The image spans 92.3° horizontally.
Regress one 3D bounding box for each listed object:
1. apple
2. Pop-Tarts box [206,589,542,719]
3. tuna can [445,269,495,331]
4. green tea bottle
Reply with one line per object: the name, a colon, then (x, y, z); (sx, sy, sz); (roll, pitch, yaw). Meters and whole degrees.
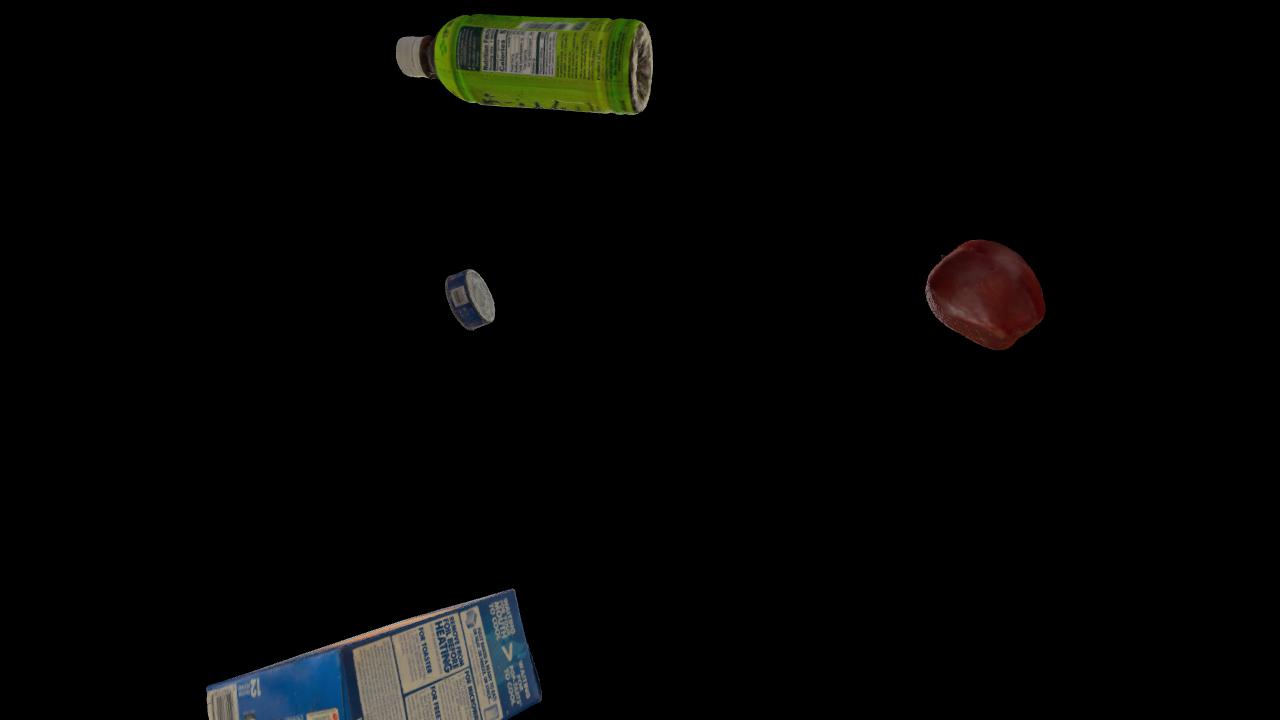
apple: (0.284, -0.056, 0.508); (0.079, 0.093, 0.079); (-32, -23, -15)
Pop-Tarts box: (-0.182, 0.231, 0.426); (0.167, 0.083, 0.141); (-25, -17, 29)
tuna can: (-0.241, -0.087, 0.878); (0.034, 0.084, 0.084); (-19, -3, 9)
green tea bottle: (-0.098, -0.244, 0.502); (0.212, 0.073, 0.073); (10, 2, 11)
